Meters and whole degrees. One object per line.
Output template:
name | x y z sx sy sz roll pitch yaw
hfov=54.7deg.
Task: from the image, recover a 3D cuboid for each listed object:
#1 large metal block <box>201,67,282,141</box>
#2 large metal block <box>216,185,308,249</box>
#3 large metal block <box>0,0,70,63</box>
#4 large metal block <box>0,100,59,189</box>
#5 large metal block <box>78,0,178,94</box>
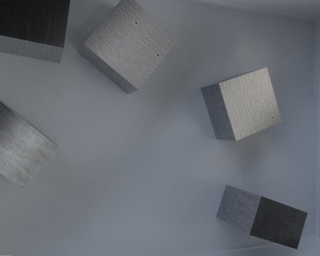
large metal block | 0.115 -0.034 0.441 0.081 0.050 0.080 -20 97 -19
large metal block | 0.140 0.122 0.435 0.080 0.080 0.050 22 83 -19
large metal block | -0.143 -0.108 0.329 0.081 0.080 0.050 8 88 -20
large metal block | -0.156 0.012 0.324 0.080 0.080 0.050 43 77 -15
large metal block | -0.040 -0.100 0.383 0.080 0.050 0.080 40 77 -16
